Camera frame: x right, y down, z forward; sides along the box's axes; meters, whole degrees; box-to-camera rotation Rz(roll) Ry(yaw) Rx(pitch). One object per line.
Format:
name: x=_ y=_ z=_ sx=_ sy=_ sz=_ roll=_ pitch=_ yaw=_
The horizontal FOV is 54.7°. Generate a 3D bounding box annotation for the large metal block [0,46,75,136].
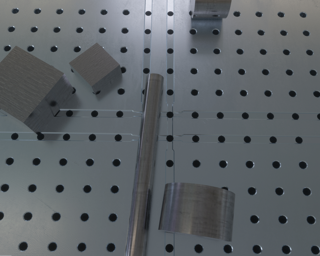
large metal block: x=-0.178 y=-0.049 z=0.415 sx=0.080 sy=0.050 sz=0.080 roll=30 pitch=73 yaw=10

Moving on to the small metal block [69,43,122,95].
small metal block: x=-0.091 y=-0.085 z=0.442 sx=0.050 sy=0.025 sz=0.050 roll=-41 pitch=75 yaw=-14

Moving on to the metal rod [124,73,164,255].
metal rod: x=-0.021 y=0.069 z=0.386 sx=0.025 sy=0.025 sz=0.299 roll=5 pitch=70 yaw=2

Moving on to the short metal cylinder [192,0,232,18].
short metal cylinder: x=0.074 y=-0.204 z=0.458 sx=0.050 sy=0.080 sz=0.080 roll=0 pitch=70 yaw=0

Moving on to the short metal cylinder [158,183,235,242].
short metal cylinder: x=0.042 y=0.095 z=0.348 sx=0.080 sy=0.080 sz=0.050 roll=8 pitch=70 yaw=3
